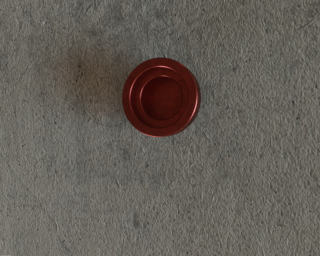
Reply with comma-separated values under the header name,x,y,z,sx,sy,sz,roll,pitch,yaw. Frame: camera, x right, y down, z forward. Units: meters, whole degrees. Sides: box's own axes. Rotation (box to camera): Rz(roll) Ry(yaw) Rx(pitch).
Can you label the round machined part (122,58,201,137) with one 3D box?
name,x,y,z,sx,sy,sz,roll,pitch,yaw
round machined part,0.005,-0.038,0.399,0.098,0.042,0.097,0,90,20
